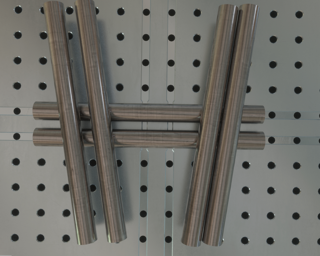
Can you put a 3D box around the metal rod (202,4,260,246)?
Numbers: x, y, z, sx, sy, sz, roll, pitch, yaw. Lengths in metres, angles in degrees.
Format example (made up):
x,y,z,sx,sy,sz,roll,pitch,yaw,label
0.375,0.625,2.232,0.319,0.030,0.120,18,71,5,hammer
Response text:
x,y,z,sx,sy,sz,roll,pitch,yaw,label
0.089,-0.004,0.390,0.025,0.025,0.298,9,90,0,metal rod

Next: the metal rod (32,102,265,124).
x,y,z,sx,sy,sz,roll,pitch,yaw,label
-0.014,-0.020,0.414,0.302,0.025,0.025,1,90,0,metal rod

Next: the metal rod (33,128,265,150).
x,y,z,sx,sy,sz,roll,pitch,yaw,label
-0.014,0.015,0.414,0.302,0.025,0.025,1,90,0,metal rod

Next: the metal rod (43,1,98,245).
x,y,z,sx,sy,sz,roll,pitch,yaw,label
-0.112,-0.006,0.388,0.025,0.025,0.298,-8,90,0,metal rod

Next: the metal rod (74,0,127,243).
x,y,z,sx,sy,sz,roll,pitch,yaw,label
-0.074,-0.009,0.389,0.025,0.025,0.298,-8,90,0,metal rod

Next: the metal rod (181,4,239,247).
x,y,z,sx,sy,sz,roll,pitch,yaw,label
0.062,-0.003,0.389,0.025,0.025,0.298,9,90,0,metal rod
